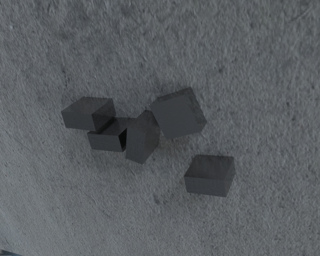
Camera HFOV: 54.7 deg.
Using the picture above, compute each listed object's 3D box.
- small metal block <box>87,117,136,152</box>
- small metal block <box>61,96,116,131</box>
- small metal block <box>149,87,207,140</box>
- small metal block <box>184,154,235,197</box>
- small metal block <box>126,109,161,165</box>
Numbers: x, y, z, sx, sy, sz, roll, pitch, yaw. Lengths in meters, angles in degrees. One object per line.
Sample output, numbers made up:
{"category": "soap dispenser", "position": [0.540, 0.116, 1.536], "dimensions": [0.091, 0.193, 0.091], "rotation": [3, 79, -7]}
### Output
{"category": "small metal block", "position": [-0.063, 0.008, 0.427], "dimensions": [0.050, 0.050, 0.025], "rotation": [3, 120, 26]}
{"category": "small metal block", "position": [-0.098, -0.021, 0.427], "dimensions": [0.050, 0.050, 0.025], "rotation": [6, 121, 25]}
{"category": "small metal block", "position": [0.023, -0.017, 0.383], "dimensions": [0.050, 0.025, 0.050], "rotation": [-15, 111, 34]}
{"category": "small metal block", "position": [0.064, 0.059, 0.392], "dimensions": [0.050, 0.050, 0.025], "rotation": [2, 119, 27]}
{"category": "small metal block", "position": [-0.021, 0.011, 0.407], "dimensions": [0.025, 0.050, 0.050], "rotation": [19, 126, 17]}
